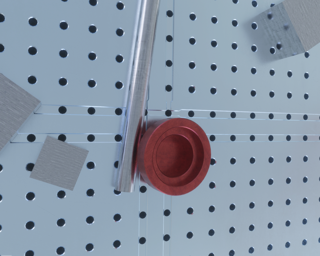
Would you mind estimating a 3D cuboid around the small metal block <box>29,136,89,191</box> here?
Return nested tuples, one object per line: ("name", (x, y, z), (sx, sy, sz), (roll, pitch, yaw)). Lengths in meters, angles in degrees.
("small metal block", (-0.119, 0.041, 0.369), (0.050, 0.025, 0.050), (23, 82, -19))

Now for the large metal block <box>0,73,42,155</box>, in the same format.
("large metal block", (-0.187, -0.020, 0.330), (0.080, 0.050, 0.080), (38, 78, -16))

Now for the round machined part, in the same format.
("round machined part", (0.015, 0.035, 0.404), (0.099, 0.042, 0.097), (-1, 92, -29))

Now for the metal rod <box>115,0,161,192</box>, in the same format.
("metal rod", (-0.025, -0.068, 0.403), (0.025, 0.025, 0.298), (9, 87, -20))

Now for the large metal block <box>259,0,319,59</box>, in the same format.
("large metal block", (0.215, -0.166, 0.478), (0.080, 0.050, 0.080), (-34, 101, -17))
